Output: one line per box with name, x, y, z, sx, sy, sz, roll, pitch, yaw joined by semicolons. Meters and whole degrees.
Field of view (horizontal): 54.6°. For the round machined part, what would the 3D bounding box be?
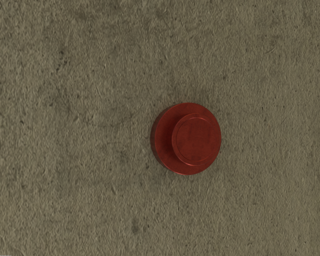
round machined part;0.040;0.015;0.414;0.099;0.042;0.097;0;90;-20
